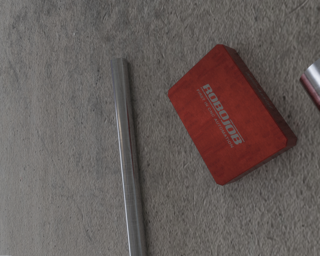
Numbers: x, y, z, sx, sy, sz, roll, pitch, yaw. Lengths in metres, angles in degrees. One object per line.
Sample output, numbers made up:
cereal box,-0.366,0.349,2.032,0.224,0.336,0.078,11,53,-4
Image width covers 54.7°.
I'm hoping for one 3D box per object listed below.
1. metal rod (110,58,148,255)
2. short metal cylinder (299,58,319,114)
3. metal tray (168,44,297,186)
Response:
metal rod,-0.044,0.049,0.441,0.025,0.025,0.298,-10,83,39
short metal cylinder,0.159,-0.036,0.238,0.080,0.081,0.050,-37,68,34
metal tray,0.073,-0.014,0.342,0.090,0.030,0.130,-41,65,32
